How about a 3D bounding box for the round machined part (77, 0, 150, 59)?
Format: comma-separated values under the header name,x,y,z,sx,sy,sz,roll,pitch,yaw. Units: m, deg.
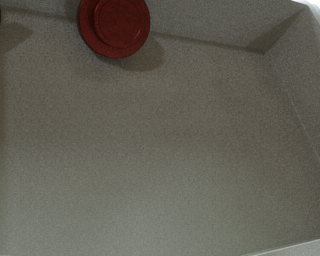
name,x,y,z,sx,sy,sz,roll,pitch,yaw
round machined part,-0.058,-0.142,0.415,0.099,0.042,0.097,-8,110,-21
